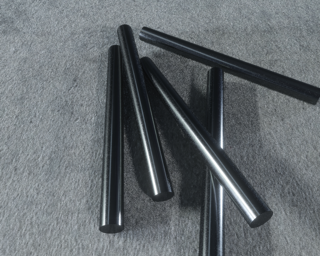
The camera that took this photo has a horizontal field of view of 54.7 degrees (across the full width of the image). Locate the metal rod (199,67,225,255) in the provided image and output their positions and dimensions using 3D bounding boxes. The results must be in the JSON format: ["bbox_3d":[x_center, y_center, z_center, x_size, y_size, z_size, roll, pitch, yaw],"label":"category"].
[{"bbox_3d":[0.066,0.030,0.378,0.025,0.025,0.300,6,50,4],"label":"metal rod"}]

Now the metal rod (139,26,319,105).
[{"bbox_3d":[0.099,-0.105,0.492,0.301,0.025,0.025,25,54,19],"label":"metal rod"}]

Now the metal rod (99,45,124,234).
[{"bbox_3d":[-0.061,-0.011,0.411,0.025,0.025,0.300,-3,50,-3],"label":"metal rod"}]

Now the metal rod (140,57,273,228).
[{"bbox_3d":[0.035,-0.008,0.387,0.025,0.025,0.300,-18,45,-15],"label":"metal rod"}]

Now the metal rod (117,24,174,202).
[{"bbox_3d":[-0.028,-0.043,0.426,0.025,0.025,0.299,-9,54,-8],"label":"metal rod"}]
